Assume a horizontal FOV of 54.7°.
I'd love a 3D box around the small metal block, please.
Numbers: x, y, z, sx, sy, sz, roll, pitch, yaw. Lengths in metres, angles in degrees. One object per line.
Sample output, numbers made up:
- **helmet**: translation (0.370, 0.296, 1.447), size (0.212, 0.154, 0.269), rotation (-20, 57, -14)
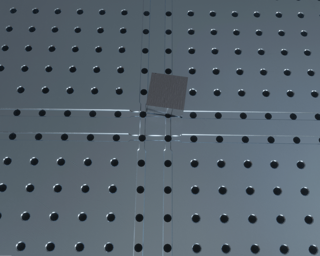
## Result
- **small metal block**: translation (0.010, -0.046, 0.429), size (0.050, 0.025, 0.050), rotation (8, 70, 2)
